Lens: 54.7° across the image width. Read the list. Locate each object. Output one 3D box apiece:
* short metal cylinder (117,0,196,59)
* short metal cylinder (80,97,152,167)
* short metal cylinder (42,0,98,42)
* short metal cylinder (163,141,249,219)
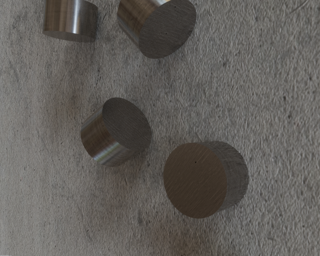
[{"bbox_3d":[-0.004,-0.131,0.372,0.080,0.081,0.050,-52,60,27],"label":"short metal cylinder"},{"bbox_3d":[-0.058,0.006,0.417,0.050,0.081,0.080,-36,68,34],"label":"short metal cylinder"},{"bbox_3d":[-0.140,-0.168,0.485,0.080,0.081,0.050,10,97,39],"label":"short metal cylinder"},{"bbox_3d":[0.051,0.055,0.347,0.080,0.050,0.080,0,90,40],"label":"short metal cylinder"}]
